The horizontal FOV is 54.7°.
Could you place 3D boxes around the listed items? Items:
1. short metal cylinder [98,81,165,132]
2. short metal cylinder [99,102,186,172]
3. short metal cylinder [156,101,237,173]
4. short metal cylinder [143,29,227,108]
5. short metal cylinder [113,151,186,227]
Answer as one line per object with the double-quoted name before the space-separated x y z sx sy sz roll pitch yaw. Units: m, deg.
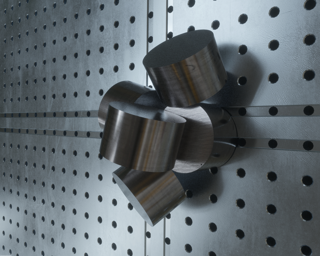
"short metal cylinder" -0.032 -0.016 0.400 0.050 0.081 0.079 24 105 37
"short metal cylinder" -0.018 0.007 0.322 0.080 0.081 0.050 22 104 38
"short metal cylinder" 0.040 0.010 0.359 0.080 0.050 0.080 -1 88 40
"short metal cylinder" 0.028 -0.066 0.341 0.080 0.080 0.050 3 132 40
"short metal cylinder" -0.014 0.072 0.377 0.080 0.050 0.080 46 160 23
